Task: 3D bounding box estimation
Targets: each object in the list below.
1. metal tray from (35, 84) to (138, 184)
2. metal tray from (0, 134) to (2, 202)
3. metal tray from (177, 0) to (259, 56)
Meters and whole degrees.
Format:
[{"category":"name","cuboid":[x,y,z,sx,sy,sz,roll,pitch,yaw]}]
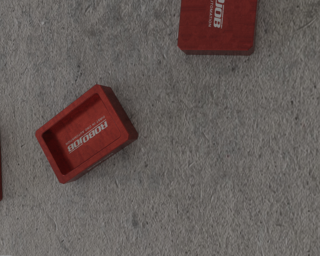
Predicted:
[{"category":"metal tray","cuboid":[-0.107,0.010,0.443,0.130,0.030,0.090,-34,79,16]},{"category":"metal tray","cuboid":[-0.311,0.060,0.516,0.090,0.030,0.129,-3,89,20]},{"category":"metal tray","cuboid":[0.074,-0.157,0.380,0.090,0.030,0.129,6,92,19]}]
